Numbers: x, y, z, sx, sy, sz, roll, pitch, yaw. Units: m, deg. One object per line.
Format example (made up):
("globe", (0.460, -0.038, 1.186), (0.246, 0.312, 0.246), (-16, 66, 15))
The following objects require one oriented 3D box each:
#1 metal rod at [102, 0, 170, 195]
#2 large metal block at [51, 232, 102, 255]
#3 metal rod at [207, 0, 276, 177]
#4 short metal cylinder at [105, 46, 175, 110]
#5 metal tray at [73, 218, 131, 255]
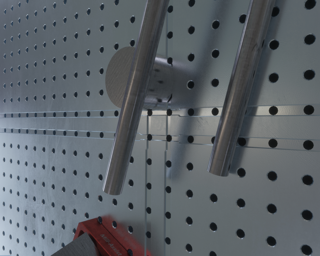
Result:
("metal rod", (-0.024, -0.061, 0.363), (0.025, 0.025, 0.298), (24, 105, 37))
("large metal block", (-0.125, 0.213, 0.446), (0.080, 0.081, 0.050), (52, 129, 11))
("metal rod", (0.098, -0.092, 0.328), (0.025, 0.025, 0.298), (21, 103, 38))
("short metal cylinder", (-0.028, -0.064, 0.416), (0.080, 0.050, 0.079), (0, 90, 40))
("metal tray", (-0.089, 0.216, 0.479), (0.130, 0.030, 0.089), (33, 110, 35))
